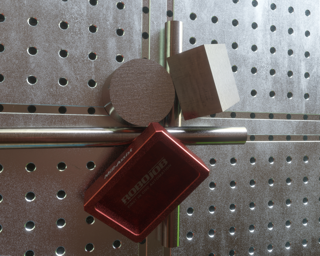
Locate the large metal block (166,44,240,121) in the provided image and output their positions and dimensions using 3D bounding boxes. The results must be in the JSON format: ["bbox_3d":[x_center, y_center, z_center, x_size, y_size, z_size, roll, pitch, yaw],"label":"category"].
[{"bbox_3d":[0.059,-0.061,0.400,0.080,0.050,0.080,-27,102,-58],"label":"large metal block"}]

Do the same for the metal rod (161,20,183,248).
[{"bbox_3d":[0.017,0.008,0.419,0.025,0.025,0.298,1,90,-20],"label":"metal rod"}]

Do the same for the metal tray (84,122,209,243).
[{"bbox_3d":[-0.017,0.068,0.376,0.090,0.030,0.130,41,98,-22],"label":"metal tray"}]

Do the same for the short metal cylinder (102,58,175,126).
[{"bbox_3d":[-0.028,-0.042,0.388,0.081,0.050,0.079,0,90,-20],"label":"short metal cylinder"}]

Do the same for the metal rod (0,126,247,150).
[{"bbox_3d":[-0.036,0.011,0.382,0.302,0.025,0.025,0,90,-13],"label":"metal rod"}]
